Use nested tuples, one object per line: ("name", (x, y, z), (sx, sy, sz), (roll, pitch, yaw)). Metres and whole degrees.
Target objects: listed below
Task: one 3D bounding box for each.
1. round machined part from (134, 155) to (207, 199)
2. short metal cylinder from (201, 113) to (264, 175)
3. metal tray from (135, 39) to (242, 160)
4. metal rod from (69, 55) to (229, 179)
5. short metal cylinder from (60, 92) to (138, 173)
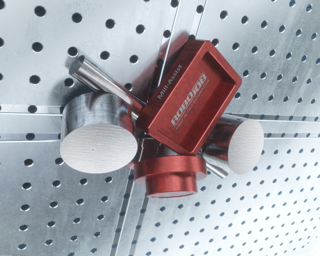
("round machined part", (0.015, 0.069, 0.416), (0.099, 0.042, 0.098), (-4, 161, -1))
("short metal cylinder", (0.106, 0.022, 0.451), (0.081, 0.050, 0.079), (-11, 108, -37))
("metal tray", (0.040, -0.033, 0.390), (0.090, 0.030, 0.130), (37, 84, -39))
("metal rod", (0.008, 0.003, 0.417), (0.025, 0.025, 0.301), (-49, 129, 6))
("short metal cylinder", (-0.068, 0.006, 0.346), (0.081, 0.050, 0.080), (-8, 136, -7))
